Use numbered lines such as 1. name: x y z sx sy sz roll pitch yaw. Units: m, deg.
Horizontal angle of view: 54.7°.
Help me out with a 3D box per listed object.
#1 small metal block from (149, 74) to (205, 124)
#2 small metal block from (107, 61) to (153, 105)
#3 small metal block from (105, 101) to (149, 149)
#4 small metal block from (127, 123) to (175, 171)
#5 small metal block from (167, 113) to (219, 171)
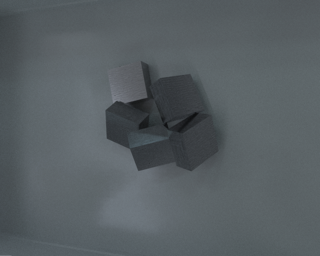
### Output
1. small metal block: 0.022 -0.037 0.386 0.025 0.050 0.050 -30 78 51
2. small metal block: -0.040 -0.059 0.424 0.050 0.025 0.050 -12 86 19
3. small metal block: -0.043 -0.002 0.412 0.050 0.025 0.050 22 134 18
4. small metal block: -0.010 0.025 0.390 0.050 0.050 0.025 -14 49 -1
5. small metal block: 0.041 0.015 0.371 0.025 0.050 0.050 13 126 48
